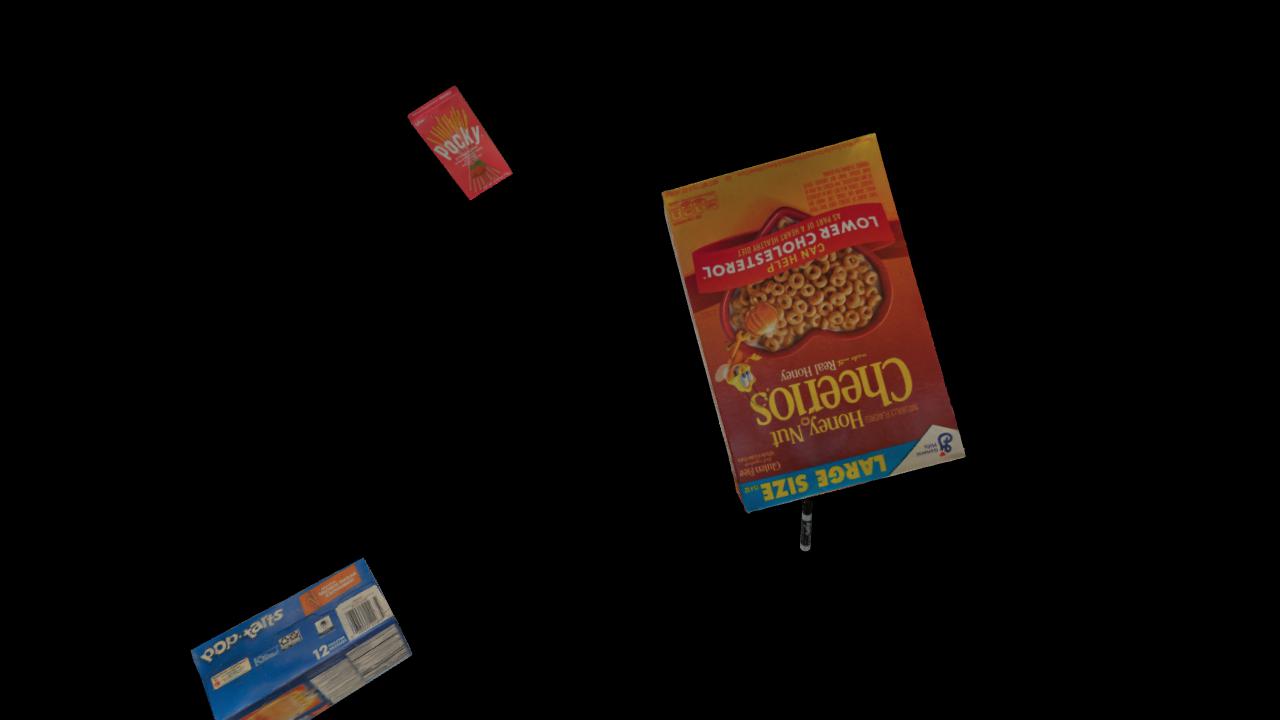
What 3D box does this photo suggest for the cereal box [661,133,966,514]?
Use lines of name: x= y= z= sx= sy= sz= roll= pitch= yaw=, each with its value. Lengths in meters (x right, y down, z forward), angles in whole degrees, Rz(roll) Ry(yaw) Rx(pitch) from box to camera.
cereal box: x=0.155 y=-0.032 z=0.579 sx=0.203 sy=0.306 sz=0.081 roll=-14 pitch=-3 yaw=3

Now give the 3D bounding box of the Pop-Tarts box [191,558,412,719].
Pop-Tarts box: x=-0.348 y=0.312 z=0.656 sx=0.167 sy=0.083 sz=0.141 roll=-26 pitch=-31 yaw=-28

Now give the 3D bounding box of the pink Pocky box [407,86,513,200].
pink Pocky box: x=-0.268 y=-0.323 z=0.930 sx=0.084 sy=0.029 sz=0.155 roll=-32 pitch=-40 yaw=1

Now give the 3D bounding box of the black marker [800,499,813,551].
black marker: x=0.293 y=0.290 z=1.082 sx=0.020 sy=0.121 sz=0.020 roll=-5 pitch=33 yaw=4
